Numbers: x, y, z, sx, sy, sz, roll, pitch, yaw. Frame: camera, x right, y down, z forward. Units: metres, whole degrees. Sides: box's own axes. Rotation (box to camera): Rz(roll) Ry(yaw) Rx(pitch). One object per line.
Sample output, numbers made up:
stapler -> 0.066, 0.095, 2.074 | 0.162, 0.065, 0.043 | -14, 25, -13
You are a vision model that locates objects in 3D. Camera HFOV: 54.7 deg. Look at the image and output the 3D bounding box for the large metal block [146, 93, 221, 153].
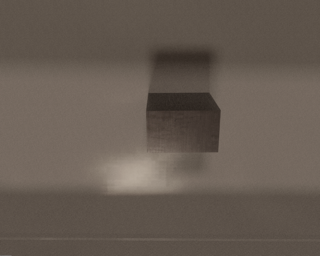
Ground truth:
large metal block -> 0.025, -0.009, 0.379 | 0.081, 0.080, 0.050 | 0, 110, 0
